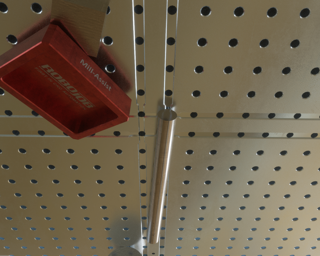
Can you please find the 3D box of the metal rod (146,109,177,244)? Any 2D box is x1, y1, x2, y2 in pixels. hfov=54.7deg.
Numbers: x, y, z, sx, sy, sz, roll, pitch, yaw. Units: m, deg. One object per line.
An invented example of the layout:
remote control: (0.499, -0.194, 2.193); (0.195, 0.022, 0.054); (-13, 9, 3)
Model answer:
metal rod: (-0.002, 0.096, 0.493); (0.025, 0.025, 0.298); (3, 130, -3)

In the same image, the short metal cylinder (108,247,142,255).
short metal cylinder: (-0.069, 0.288, 0.620); (0.081, 0.080, 0.050); (-2, 130, 1)

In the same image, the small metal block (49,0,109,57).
small metal block: (-0.084, -0.107, 0.319); (0.050, 0.025, 0.050); (13, 129, -12)

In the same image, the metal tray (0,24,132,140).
metal tray: (-0.106, -0.043, 0.349); (0.090, 0.030, 0.130); (-20, 136, 27)
